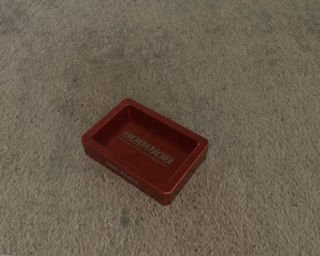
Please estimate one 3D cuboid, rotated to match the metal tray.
[{"bbox_3d":[-0.018,0.023,0.381,0.130,0.030,0.090,29,55,22],"label":"metal tray"}]
